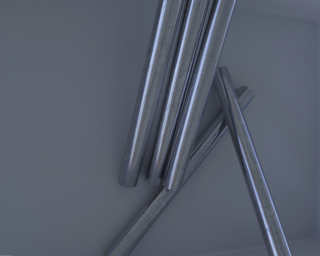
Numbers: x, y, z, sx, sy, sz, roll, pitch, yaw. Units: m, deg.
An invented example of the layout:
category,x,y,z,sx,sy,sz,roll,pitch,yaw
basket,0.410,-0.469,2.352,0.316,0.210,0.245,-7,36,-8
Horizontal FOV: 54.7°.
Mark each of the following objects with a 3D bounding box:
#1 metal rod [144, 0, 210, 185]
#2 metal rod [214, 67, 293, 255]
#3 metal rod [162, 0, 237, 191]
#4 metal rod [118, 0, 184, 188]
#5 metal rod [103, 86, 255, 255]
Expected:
category,x,y,z,sx,sy,sz,roll,pitch,yaw
metal rod,0.023,-0.065,0.352,0.025,0.025,0.298,4,114,-20
metal rod,0.116,0.055,0.388,0.025,0.025,0.299,-4,67,-20
metal rod,0.051,-0.065,0.350,0.025,0.025,0.298,8,108,-20
metal rod,-0.006,-0.064,0.342,0.025,0.025,0.298,7,114,-20
metal rod,0.034,0.057,0.422,0.025,0.025,0.300,44,76,-15
